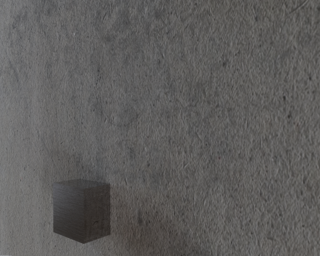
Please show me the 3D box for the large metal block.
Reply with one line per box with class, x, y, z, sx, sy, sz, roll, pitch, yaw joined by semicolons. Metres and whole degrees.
large metal block;-0.125;0.128;0.492;0.080;0.050;0.080;0;90;40
